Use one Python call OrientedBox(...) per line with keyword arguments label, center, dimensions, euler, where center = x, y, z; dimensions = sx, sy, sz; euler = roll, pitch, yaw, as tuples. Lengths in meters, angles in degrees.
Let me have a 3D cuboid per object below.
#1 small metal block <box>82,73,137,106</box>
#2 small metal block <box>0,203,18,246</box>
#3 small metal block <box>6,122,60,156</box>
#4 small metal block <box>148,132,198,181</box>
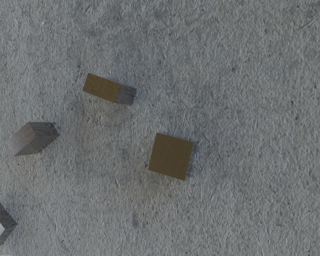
OrientedBox(label="small metal block", center=(-0.067, -0.052, 0.419), dimensions=(0.050, 0.050, 0.025), euler=(21, 97, 18))
OrientedBox(label="small metal block", center=(-0.270, 0.160, 0.504), dimensions=(0.050, 0.025, 0.050), euler=(43, 103, 15))
OrientedBox(label="small metal block", center=(-0.189, 0.016, 0.462), dimensions=(0.050, 0.050, 0.025), euler=(-37, 78, 16))
OrientedBox(label="small metal block", center=(0.017, 0.036, 0.403), dimensions=(0.050, 0.025, 0.050), euler=(14, 95, 19))
